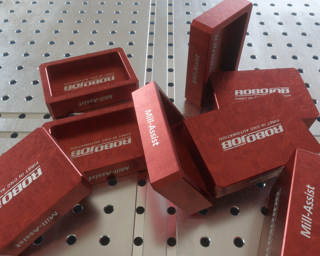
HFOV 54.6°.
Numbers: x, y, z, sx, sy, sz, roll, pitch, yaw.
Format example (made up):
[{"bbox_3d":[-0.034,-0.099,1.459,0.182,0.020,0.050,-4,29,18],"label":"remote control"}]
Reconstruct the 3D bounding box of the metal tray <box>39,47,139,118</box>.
[{"bbox_3d":[-0.106,-0.071,0.463,0.131,0.030,0.090,-16,52,-13],"label":"metal tray"}]

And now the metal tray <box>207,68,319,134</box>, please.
[{"bbox_3d":[0.138,-0.038,0.429,0.131,0.030,0.090,-4,56,-5],"label":"metal tray"}]

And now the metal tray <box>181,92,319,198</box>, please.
[{"bbox_3d":[0.101,0.015,0.355,0.131,0.030,0.090,-17,59,-13],"label":"metal tray"}]

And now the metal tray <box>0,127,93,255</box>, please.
[{"bbox_3d":[-0.148,0.071,0.321,0.130,0.030,0.090,-41,62,-12],"label":"metal tray"}]

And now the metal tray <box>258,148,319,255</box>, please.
[{"bbox_3d":[0.119,0.095,0.286,0.030,0.090,0.130,18,52,13],"label":"metal tray"}]

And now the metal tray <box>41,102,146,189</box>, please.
[{"bbox_3d":[-0.073,0.020,0.387,0.131,0.030,0.090,-15,52,-12],"label":"metal tray"}]

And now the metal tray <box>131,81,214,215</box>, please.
[{"bbox_3d":[0.013,0.021,0.346,0.030,0.090,0.130,-27,49,15],"label":"metal tray"}]

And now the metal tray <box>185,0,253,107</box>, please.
[{"bbox_3d":[0.077,-0.101,0.425,0.030,0.129,0.090,36,59,26],"label":"metal tray"}]
